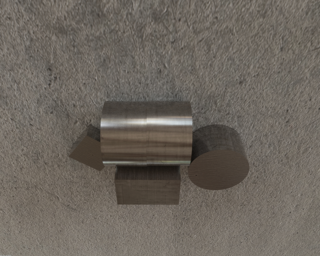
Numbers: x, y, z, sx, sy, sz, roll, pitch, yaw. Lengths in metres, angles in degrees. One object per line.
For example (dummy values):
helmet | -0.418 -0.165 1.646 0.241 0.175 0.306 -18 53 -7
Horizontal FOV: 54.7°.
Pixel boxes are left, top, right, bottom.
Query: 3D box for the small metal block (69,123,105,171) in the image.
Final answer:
small metal block | -0.090 0.028 0.432 0.050 0.025 0.050 30 124 -24

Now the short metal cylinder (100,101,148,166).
short metal cylinder | -0.040 0.007 0.379 0.050 0.080 0.079 1 130 -1

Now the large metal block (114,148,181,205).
large metal block | -0.015 0.056 0.421 0.081 0.080 0.050 1 130 -1

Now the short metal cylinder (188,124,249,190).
short metal cylinder | 0.077 0.041 0.427 0.081 0.050 0.079 0 130 0

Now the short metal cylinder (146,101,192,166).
short metal cylinder | 0.010 0.006 0.379 0.050 0.080 0.079 1 130 -1
